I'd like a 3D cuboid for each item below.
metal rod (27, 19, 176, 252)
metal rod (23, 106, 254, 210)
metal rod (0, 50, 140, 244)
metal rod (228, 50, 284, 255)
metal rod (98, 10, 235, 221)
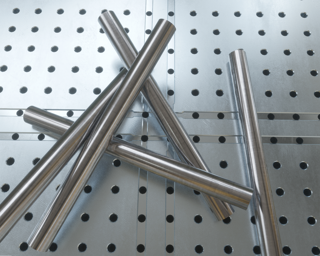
[{"bbox_3d":[-0.064,0.002,0.365,0.025,0.025,0.300,28,82,10],"label":"metal rod"},{"bbox_3d":[-0.038,0.030,0.380,0.301,0.025,0.025,20,71,15],"label":"metal rod"},{"bbox_3d":[-0.092,0.001,0.370,0.025,0.025,0.301,28,57,10],"label":"metal rod"},{"bbox_3d":[0.122,0.034,0.400,0.025,0.025,0.299,-4,70,-1],"label":"metal rod"},{"bbox_3d":[0.004,-0.021,0.395,0.025,0.025,0.299,-29,82,-10],"label":"metal rod"}]
